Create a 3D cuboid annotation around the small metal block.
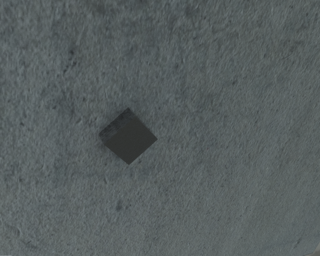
[{"bbox_3d":[-0.040,0.011,0.391,0.050,0.025,0.050,-42,129,1],"label":"small metal block"}]
